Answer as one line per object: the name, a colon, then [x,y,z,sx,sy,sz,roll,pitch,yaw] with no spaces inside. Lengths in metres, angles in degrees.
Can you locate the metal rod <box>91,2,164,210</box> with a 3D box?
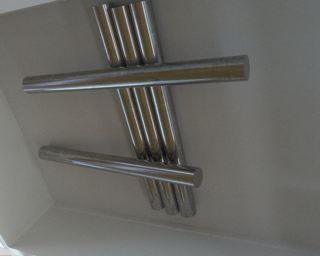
metal rod: [-0.034,-0.011,0.419,0.025,0.025,0.298,0,119,28]

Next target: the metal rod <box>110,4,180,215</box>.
metal rod: [-0.011,-0.006,0.410,0.025,0.025,0.298,1,119,28]

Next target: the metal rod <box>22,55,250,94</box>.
metal rod: [-0.050,-0.059,0.365,0.300,0.025,0.025,1,119,28]

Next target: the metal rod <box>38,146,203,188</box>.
metal rod: [-0.078,0.051,0.457,0.300,0.025,0.025,4,121,34]

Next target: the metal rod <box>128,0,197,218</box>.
metal rod: [0.010,-0.006,0.397,0.025,0.025,0.298,1,119,28]
